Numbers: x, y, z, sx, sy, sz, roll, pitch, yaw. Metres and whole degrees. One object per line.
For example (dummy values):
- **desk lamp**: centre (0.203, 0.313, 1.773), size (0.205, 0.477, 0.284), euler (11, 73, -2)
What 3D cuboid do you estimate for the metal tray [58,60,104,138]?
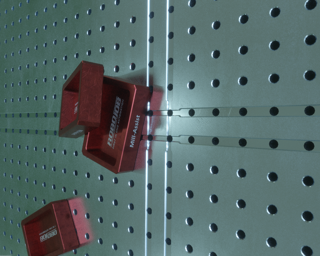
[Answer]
- **metal tray**: centre (-0.123, -0.037, 0.471), size (0.130, 0.030, 0.090), euler (-18, 68, 59)

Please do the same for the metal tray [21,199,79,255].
- **metal tray**: centre (-0.209, 0.197, 0.581), size (0.130, 0.030, 0.090), euler (-33, 70, 35)

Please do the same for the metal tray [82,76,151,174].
- **metal tray**: centre (-0.069, -0.008, 0.463), size (0.090, 0.030, 0.129), euler (21, 103, 38)
